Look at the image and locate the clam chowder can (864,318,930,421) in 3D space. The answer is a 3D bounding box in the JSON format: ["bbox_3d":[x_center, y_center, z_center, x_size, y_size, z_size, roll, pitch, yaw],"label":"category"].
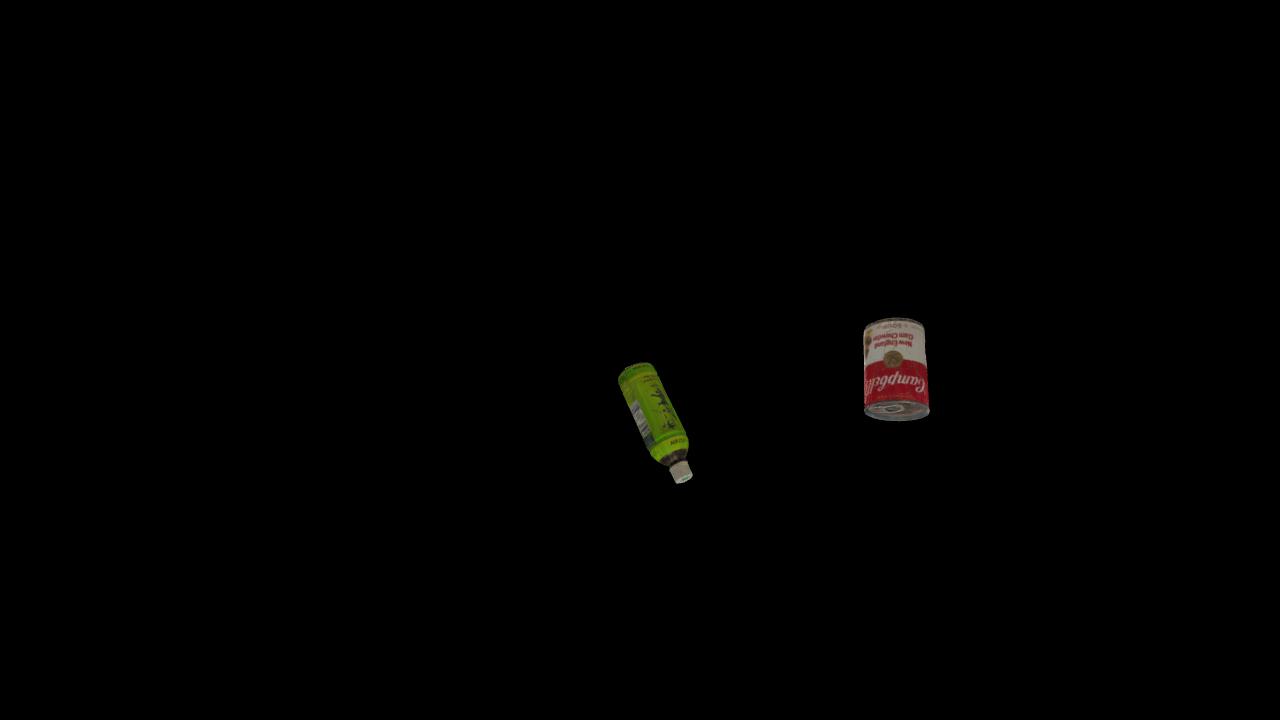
[{"bbox_3d":[0.289,0.011,0.697,0.068,0.102,0.068,7,-22,3],"label":"clam chowder can"}]

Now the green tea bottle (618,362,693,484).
[{"bbox_3d":[0.030,0.105,1.020,0.073,0.212,0.073,-18,-28,-10],"label":"green tea bottle"}]
